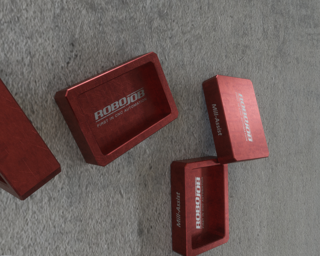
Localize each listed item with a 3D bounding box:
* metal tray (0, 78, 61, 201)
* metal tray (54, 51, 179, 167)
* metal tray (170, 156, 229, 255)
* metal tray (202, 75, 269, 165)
[{"bbox_3d":[-0.132,-0.001,0.226,0.030,0.130,0.090,-41,115,-32],"label":"metal tray"},{"bbox_3d":[-0.043,-0.026,0.364,0.131,0.030,0.090,-34,111,-35],"label":"metal tray"},{"bbox_3d":[0.060,0.110,0.451,0.091,0.030,0.129,-2,92,-40],"label":"metal tray"},{"bbox_3d":[0.118,-0.013,0.479,0.091,0.030,0.129,-1,76,-40],"label":"metal tray"}]
